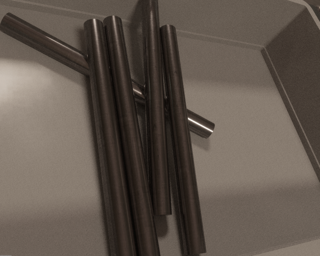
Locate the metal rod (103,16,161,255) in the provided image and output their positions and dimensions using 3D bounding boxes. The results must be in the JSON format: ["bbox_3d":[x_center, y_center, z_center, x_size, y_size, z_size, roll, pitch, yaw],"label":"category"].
[{"bbox_3d":[-0.038,-0.003,0.366,0.025,0.025,0.299,0,68,-29],"label":"metal rod"}]

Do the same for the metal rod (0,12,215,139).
[{"bbox_3d":[-0.060,-0.064,0.413,0.301,0.025,0.025,27,52,-11],"label":"metal rod"}]

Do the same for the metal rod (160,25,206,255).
[{"bbox_3d":[0.025,0.000,0.394,0.025,0.025,0.299,4,68,-27],"label":"metal rod"}]

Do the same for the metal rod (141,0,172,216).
[{"bbox_3d":[-0.007,-0.043,0.398,0.025,0.025,0.299,6,69,-26],"label":"metal rod"}]

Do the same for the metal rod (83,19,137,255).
[{"bbox_3d":[-0.059,0.005,0.351,0.025,0.025,0.299,0,68,-29],"label":"metal rod"}]
